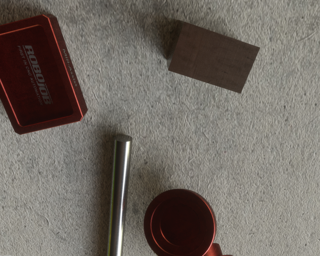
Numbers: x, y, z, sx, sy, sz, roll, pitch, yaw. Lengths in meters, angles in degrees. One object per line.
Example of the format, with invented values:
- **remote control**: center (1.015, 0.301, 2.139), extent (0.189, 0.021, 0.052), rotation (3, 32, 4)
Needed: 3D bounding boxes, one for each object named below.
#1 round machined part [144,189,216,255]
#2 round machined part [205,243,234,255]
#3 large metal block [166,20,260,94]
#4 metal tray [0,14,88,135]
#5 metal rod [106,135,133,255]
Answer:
- **round machined part**: center (0.030, 0.135, 0.435), extent (0.098, 0.042, 0.098), rotation (-3, 79, 16)
- **round machined part**: center (0.062, 0.202, 0.459), extent (0.099, 0.042, 0.098), rotation (-10, 147, -6)
- **large metal block**: center (0.054, -0.083, 0.350), extent (0.080, 0.080, 0.050), rotation (17, 109, -6)
- **metal tray**: center (-0.154, -0.064, 0.382), extent (0.090, 0.030, 0.129), rotation (-13, 110, 4)
- **metal rod**: center (-0.065, 0.152, 0.465), extent (0.025, 0.025, 0.298), rotation (6, 110, -2)
